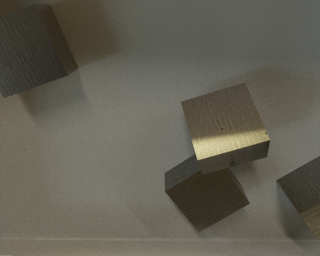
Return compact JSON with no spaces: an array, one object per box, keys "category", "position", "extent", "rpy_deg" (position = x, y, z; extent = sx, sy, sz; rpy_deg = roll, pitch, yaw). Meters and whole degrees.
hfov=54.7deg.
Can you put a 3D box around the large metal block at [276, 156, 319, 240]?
[{"category":"large metal block","position":[0.218,0.088,0.416],"extent":[0.080,0.080,0.050],"rpy_deg":[-33,107,11]}]

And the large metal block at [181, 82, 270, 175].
[{"category":"large metal block","position":[0.077,0.002,0.376],"extent":[0.080,0.080,0.050],"rpy_deg":[-16,150,6]}]

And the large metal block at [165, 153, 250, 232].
[{"category":"large metal block","position":[0.063,0.083,0.429],"extent":[0.080,0.050,0.080],"rpy_deg":[-34,107,11]}]

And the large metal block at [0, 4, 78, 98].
[{"category":"large metal block","position":[-0.155,-0.091,0.363],"extent":[0.080,0.050,0.080],"rpy_deg":[-18,109,6]}]
